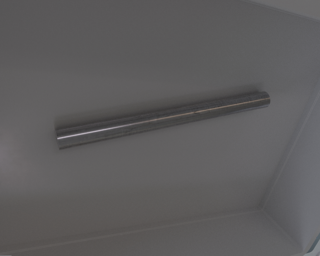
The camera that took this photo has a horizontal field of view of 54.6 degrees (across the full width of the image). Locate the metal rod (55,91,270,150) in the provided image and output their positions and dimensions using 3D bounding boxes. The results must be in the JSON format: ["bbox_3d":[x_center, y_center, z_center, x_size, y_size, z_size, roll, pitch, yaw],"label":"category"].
[{"bbox_3d":[0.020,-0.015,0.409,0.302,0.025,0.025,-12,123,-22],"label":"metal rod"}]
